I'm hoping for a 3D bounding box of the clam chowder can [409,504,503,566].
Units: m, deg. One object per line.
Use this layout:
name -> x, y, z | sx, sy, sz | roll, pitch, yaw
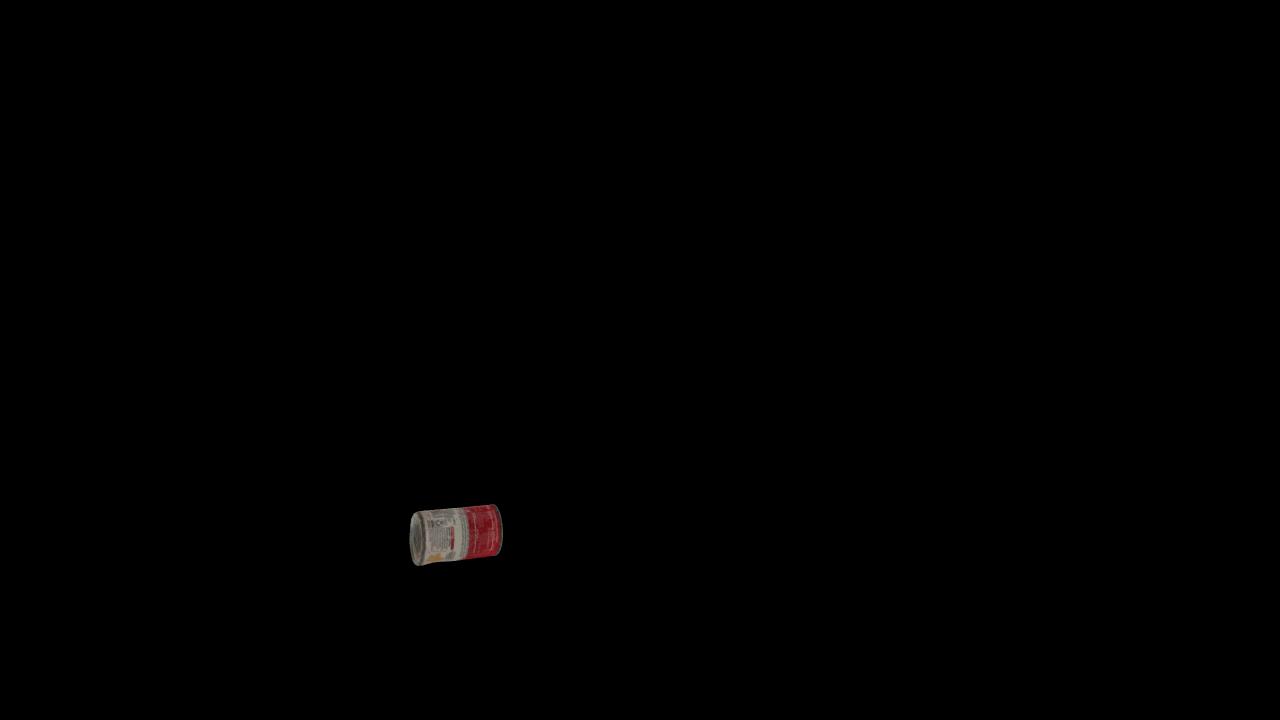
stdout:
clam chowder can -> -0.236, 0.224, 0.791 | 0.102, 0.068, 0.068 | 3, -2, -33
